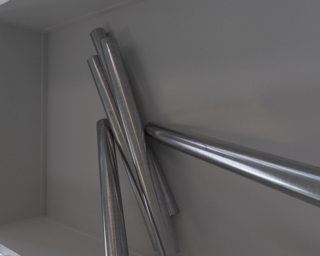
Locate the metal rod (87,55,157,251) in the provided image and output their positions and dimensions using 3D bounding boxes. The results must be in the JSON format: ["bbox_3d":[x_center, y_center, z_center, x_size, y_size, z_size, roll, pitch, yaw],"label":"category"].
[{"bbox_3d":[-0.049,0.024,0.447,0.025,0.025,0.299,-35,69,34],"label":"metal rod"}]

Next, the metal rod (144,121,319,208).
[{"bbox_3d":[0.058,0.024,0.286,0.300,0.025,0.025,17,102,62],"label":"metal rod"}]

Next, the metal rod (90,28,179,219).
[{"bbox_3d":[-0.043,-0.018,0.442,0.025,0.025,0.299,-36,68,34],"label":"metal rod"}]

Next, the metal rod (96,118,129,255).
[{"bbox_3d":[-0.058,0.093,0.372,0.025,0.025,0.300,-51,34,28],"label":"metal rod"}]

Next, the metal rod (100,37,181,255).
[{"bbox_3d":[-0.031,0.011,0.404,0.025,0.025,0.299,-31,68,36],"label":"metal rod"}]
